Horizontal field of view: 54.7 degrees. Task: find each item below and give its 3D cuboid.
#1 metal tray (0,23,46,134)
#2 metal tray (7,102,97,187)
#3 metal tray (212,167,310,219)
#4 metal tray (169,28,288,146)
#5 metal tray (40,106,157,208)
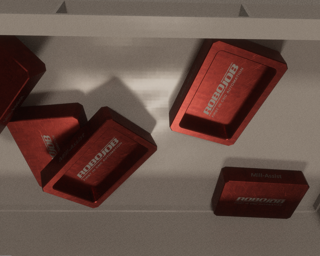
[{"bbox_3d":[-0.196,-0.052,0.339,0.090,0.030,0.130,44,119,-8],"label":"metal tray"},{"bbox_3d":[-0.139,0.028,0.428,0.091,0.030,0.129,-4,130,3],"label":"metal tray"},{"bbox_3d":[0.157,0.106,0.499,0.131,0.030,0.089,4,130,-4],"label":"metal tray"},{"bbox_3d":[0.075,-0.042,0.371,0.091,0.030,0.129,15,128,-13],"label":"metal tray"},{"bbox_3d":[-0.079,0.043,0.406,0.130,0.030,0.090,-45,131,12],"label":"metal tray"}]
